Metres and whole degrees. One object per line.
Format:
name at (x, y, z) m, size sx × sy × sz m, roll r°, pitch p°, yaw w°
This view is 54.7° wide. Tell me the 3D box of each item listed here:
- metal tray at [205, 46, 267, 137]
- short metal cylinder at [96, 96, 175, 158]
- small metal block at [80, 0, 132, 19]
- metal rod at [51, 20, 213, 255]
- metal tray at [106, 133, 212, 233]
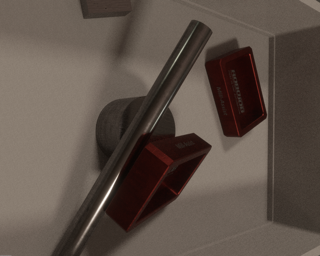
metal tray at (0.130, -0.060, 0.514) m, size 0.091 × 0.030 × 0.129 m, roll -30°, pitch 109°, yaw -36°
short metal cylinder at (-0.028, 0.003, 0.368) m, size 0.081 × 0.050 × 0.079 m, roll 0°, pitch 90°, yaw -40°
small metal block at (-0.063, -0.153, 0.347) m, size 0.050 × 0.025 × 0.050 m, roll -14°, pitch 100°, yaw -25°
metal rod at (-0.034, 0.026, 0.315) m, size 0.025 × 0.025 × 0.299 m, roll 30°, pitch 91°, yaw -37°
metal tray at (0.005, 0.054, 0.348) m, size 0.090 × 0.030 × 0.131 m, roll -59°, pitch 160°, yaw 17°
